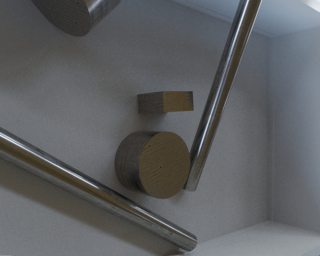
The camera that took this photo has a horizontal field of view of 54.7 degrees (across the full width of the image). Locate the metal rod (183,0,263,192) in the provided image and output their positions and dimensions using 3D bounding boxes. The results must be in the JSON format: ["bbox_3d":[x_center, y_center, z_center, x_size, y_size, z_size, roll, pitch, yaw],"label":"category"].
[{"bbox_3d":[0.078,-0.051,0.396,0.025,0.025,0.298,-1,115,-40],"label":"metal rod"}]

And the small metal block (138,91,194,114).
[{"bbox_3d":[0.007,-0.033,0.398,0.050,0.050,0.025,-6,94,-40],"label":"small metal block"}]

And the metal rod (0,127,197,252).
[{"bbox_3d":[-0.055,0.087,0.362,0.301,0.025,0.025,39,66,-34],"label":"metal rod"}]

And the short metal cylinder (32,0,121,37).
[{"bbox_3d":[-0.084,-0.138,0.301,0.080,0.080,0.050,51,60,-28],"label":"short metal cylinder"}]

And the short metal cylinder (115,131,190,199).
[{"bbox_3d":[-0.009,0.044,0.385,0.081,0.050,0.079,0,90,-40],"label":"short metal cylinder"}]
